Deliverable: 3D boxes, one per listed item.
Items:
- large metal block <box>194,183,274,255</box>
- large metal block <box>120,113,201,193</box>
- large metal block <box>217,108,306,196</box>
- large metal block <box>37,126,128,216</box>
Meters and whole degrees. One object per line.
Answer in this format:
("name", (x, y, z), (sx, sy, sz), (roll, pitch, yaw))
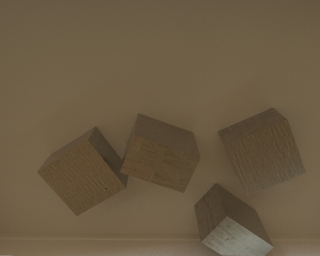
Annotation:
("large metal block", (0.099, 0.136, 0.433), (0.080, 0.080, 0.050), (35, 106, -13))
("large metal block", (0.000, 0.029, 0.393), (0.080, 0.080, 0.050), (20, 109, -8))
("large metal block", (0.133, 0.031, 0.411), (0.080, 0.050, 0.080), (-24, 109, 8))
("large metal block", (-0.099, 0.058, 0.418), (0.080, 0.050, 0.080), (-31, 108, 10))
